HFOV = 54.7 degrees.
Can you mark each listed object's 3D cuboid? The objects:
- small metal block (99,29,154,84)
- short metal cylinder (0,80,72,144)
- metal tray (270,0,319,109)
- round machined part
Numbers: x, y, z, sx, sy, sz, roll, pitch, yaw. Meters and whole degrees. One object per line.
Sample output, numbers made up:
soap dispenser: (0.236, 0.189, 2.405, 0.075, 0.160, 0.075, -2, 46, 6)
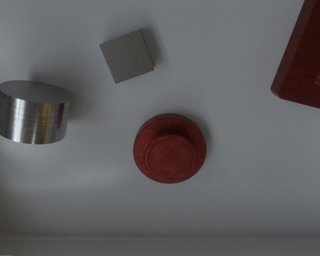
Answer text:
small metal block: (-0.039, -0.088, 0.378, 0.050, 0.025, 0.050, -19, 109, 6)
short metal cylinder: (-0.151, -0.021, 0.372, 0.081, 0.080, 0.050, 14, 110, -6)
metal tray: (0.204, -0.091, 0.378, 0.091, 0.030, 0.129, 13, 109, -6)
round machined part: (0.013, 0.033, 0.415, 0.099, 0.042, 0.097, 0, 110, -1)
